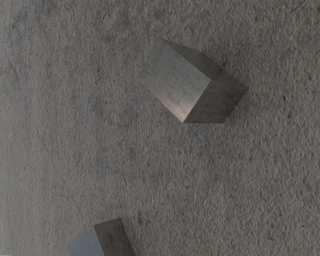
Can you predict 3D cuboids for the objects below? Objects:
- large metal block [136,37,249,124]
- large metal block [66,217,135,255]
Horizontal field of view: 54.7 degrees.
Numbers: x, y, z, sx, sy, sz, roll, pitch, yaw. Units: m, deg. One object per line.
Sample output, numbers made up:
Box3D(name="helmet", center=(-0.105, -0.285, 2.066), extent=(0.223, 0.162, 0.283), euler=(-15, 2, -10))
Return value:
Box3D(name="large metal block", center=(0.036, -0.049, 0.339), extent=(0.080, 0.081, 0.050), euler=(47, 118, 30))
Box3D(name="large metal block", center=(-0.086, 0.191, 0.460), extent=(0.080, 0.050, 0.080), euler=(-40, 66, 32))
